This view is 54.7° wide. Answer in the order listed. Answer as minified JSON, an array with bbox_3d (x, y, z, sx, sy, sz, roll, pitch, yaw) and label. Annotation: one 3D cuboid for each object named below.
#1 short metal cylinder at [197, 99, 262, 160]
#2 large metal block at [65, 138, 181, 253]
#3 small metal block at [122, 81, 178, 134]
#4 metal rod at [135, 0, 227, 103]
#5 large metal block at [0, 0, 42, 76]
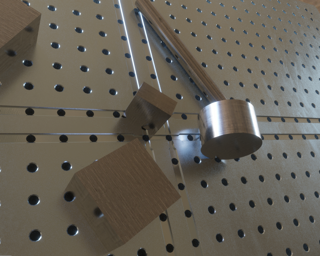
[{"bbox_3d":[0.093,0.004,0.423,0.081,0.080,0.050,11,57,-23],"label":"short metal cylinder"},{"bbox_3d":[-0.039,0.070,0.330,0.081,0.050,0.080,-30,79,-38],"label":"large metal block"},{"bbox_3d":[-0.014,-0.025,0.401,0.050,0.050,0.025,31,52,-9],"label":"small metal block"},{"bbox_3d":[0.054,-0.095,0.497,0.025,0.025,0.299,-28,77,-37],"label":"metal rod"},{"bbox_3d":[-0.199,-0.117,0.356,0.080,0.050,0.080,32,51,-8],"label":"large metal block"}]
